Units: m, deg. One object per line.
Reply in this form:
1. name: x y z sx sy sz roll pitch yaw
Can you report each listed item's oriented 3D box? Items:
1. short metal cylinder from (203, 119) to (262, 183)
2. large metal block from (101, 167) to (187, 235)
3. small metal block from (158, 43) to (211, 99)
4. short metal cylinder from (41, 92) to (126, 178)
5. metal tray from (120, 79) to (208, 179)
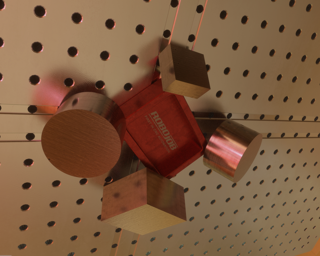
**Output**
1. short metal cylinder: 0.107 0.033 0.454 0.080 0.050 0.079 -39 145 -34
2. large metal block: -0.022 0.104 0.425 0.080 0.050 0.080 -28 136 29
3. small metal block: 0.029 -0.066 0.366 0.050 0.050 0.025 9 151 -32
4. short metal cylinder: -0.080 0.007 0.336 0.081 0.050 0.079 0 116 0
5. metal tray: 0.004 0.008 0.414 0.090 0.030 0.130 -36 129 -5
